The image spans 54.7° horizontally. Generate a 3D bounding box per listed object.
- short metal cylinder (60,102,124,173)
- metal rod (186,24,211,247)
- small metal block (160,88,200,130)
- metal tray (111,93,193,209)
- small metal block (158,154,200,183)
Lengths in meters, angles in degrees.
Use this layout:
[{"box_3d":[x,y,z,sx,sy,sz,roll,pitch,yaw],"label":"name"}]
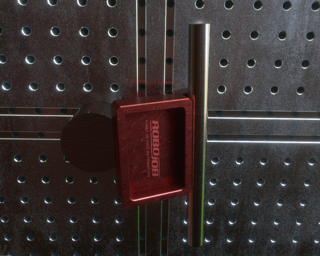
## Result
[{"box_3d":[-0.081,0.011,0.402,0.081,0.050,0.079,0,110,-1],"label":"short metal cylinder"},{"box_3d":[0.047,0.024,0.396,0.025,0.025,0.298,-1,110,0],"label":"metal rod"},{"box_3d":[0.031,-0.024,0.405,0.050,0.025,0.050,-14,110,4],"label":"small metal block"},{"box_3d":[-0.008,0.027,0.378,0.091,0.030,0.129,-9,112,-18],"label":"metal tray"},{"box_3d":[0.021,0.059,0.434,0.050,0.025,0.050,37,106,-13],"label":"small metal block"}]
